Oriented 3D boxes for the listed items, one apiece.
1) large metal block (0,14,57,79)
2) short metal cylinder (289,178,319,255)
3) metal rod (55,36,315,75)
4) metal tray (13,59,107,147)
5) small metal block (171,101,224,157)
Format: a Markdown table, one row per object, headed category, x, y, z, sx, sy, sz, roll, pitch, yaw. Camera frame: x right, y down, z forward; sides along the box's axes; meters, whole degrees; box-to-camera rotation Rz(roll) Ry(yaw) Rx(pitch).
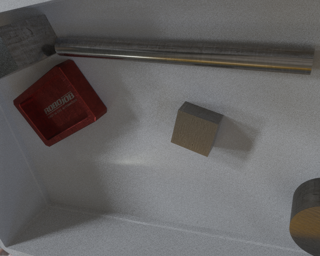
| category | x | y | z | sx | sy | sz | roll | pitch | yaw |
| --- | --- | --- | --- | --- | --- | --- | --- | --- | --- |
| large metal block | -0.191 | -0.103 | 0.408 | 0.080 | 0.080 | 0.050 | -13 | 112 | 33 |
| short metal cylinder | 0.194 | 0.104 | 0.355 | 0.080 | 0.050 | 0.079 | 13 | 124 | 20 |
| metal rod | 0.007 | -0.085 | 0.350 | 0.301 | 0.025 | 0.025 | 9 | 123 | 22 |
| metal tray | -0.152 | -0.033 | 0.462 | 0.130 | 0.030 | 0.090 | -24 | 106 | 36 |
| small metal block | 0.045 | 0.001 | 0.385 | 0.050 | 0.025 | 0.050 | 22 | 127 | 14 |
